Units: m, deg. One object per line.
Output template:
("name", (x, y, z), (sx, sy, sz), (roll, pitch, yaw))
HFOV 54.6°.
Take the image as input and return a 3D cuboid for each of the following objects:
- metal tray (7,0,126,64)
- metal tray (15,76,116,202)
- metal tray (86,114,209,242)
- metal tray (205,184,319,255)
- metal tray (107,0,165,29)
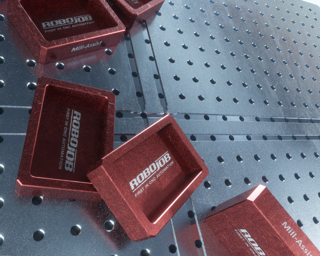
("metal tray", (-0.124, -0.146, 0.426), (0.131, 0.030, 0.090), (-28, 77, -37))
("metal tray", (-0.099, 0.011, 0.344), (0.091, 0.030, 0.130), (11, 57, -22))
("metal tray", (-0.006, 0.049, 0.346), (0.090, 0.030, 0.131), (56, 41, -1))
("metal tray", (0.122, 0.136, 0.348), (0.030, 0.090, 0.130), (-32, 80, -38))
("metal tray", (-0.067, -0.231, 0.509), (0.130, 0.030, 0.090), (43, 51, 1))
